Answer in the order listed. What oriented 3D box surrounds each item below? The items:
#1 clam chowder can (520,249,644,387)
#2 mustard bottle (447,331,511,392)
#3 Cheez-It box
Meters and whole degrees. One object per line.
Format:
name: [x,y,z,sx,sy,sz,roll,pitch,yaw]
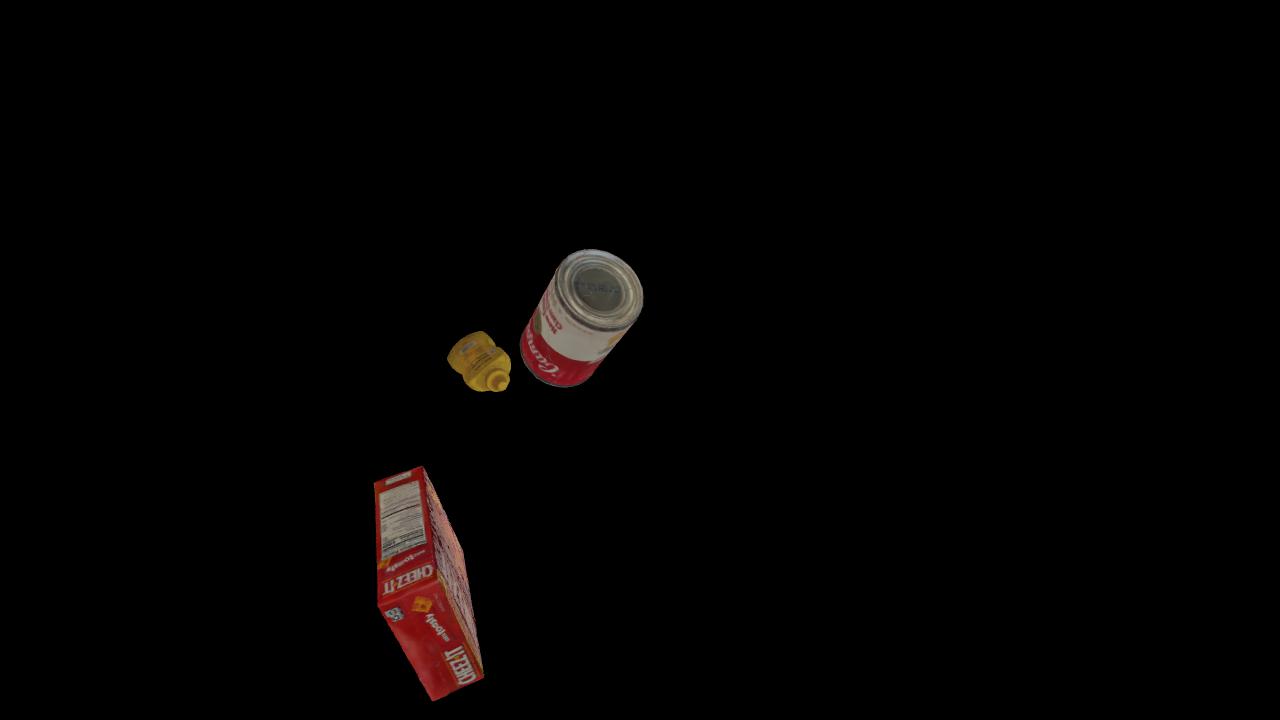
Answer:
clam chowder can: [-0.046,-0.029,0.467,0.068,0.068,0.102,0,-25,-27]
mustard bottle: [-0.282,0.012,1.115,0.092,0.054,0.184,-36,38,-16]
Cheez-It box: [-0.256,0.257,0.741,0.071,0.166,0.223,-20,30,-13]
